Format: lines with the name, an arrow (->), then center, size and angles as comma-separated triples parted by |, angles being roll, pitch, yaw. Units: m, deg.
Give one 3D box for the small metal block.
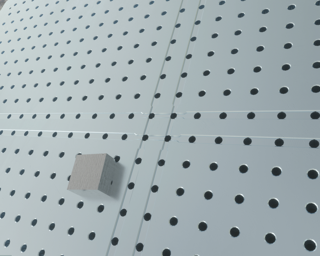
small metal block -> -0.092, 0.063, 0.419 | 0.050, 0.025, 0.050 | -5, 59, 25
